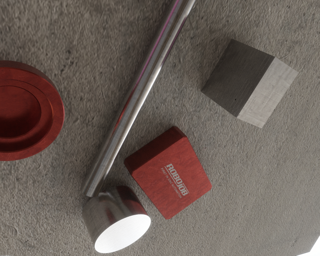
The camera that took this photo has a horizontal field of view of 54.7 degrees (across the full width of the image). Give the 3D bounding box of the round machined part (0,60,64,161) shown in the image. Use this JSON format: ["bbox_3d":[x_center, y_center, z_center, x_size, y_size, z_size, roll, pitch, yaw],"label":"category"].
[{"bbox_3d":[-0.148,-0.019,0.303,0.099,0.042,0.097,-14,125,-21],"label":"round machined part"}]

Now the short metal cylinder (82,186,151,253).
[{"bbox_3d":[-0.060,0.125,0.426,0.081,0.050,0.080,-22,140,-19],"label":"short metal cylinder"}]

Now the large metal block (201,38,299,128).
[{"bbox_3d":[0.111,-0.058,0.398,0.050,0.080,0.080,18,109,-36],"label":"large metal block"}]

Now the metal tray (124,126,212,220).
[{"bbox_3d":[0.017,0.070,0.458,0.090,0.030,0.130,-35,129,-6],"label":"metal tray"}]

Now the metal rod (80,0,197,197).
[{"bbox_3d":[-0.025,-0.043,0.367,0.025,0.025,0.298,17,110,-35],"label":"metal rod"}]
